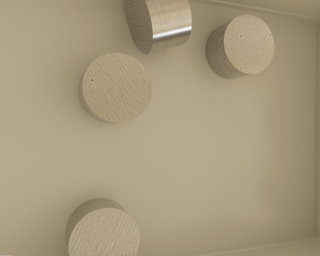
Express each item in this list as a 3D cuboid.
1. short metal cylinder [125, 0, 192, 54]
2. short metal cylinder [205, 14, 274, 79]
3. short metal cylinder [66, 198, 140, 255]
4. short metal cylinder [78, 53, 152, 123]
[{"bbox_3d":[-0.004,-0.136,0.380,0.050,0.080,0.080,-20,97,-19],"label":"short metal cylinder"},{"bbox_3d":[0.112,-0.112,0.438,0.081,0.050,0.080,0,90,-20],"label":"short metal cylinder"},{"bbox_3d":[-0.070,0.129,0.372,0.081,0.050,0.080,0,90,-20],"label":"short metal cylinder"},{"bbox_3d":[-0.056,-0.046,0.376,0.081,0.050,0.080,0,90,-20],"label":"short metal cylinder"}]
